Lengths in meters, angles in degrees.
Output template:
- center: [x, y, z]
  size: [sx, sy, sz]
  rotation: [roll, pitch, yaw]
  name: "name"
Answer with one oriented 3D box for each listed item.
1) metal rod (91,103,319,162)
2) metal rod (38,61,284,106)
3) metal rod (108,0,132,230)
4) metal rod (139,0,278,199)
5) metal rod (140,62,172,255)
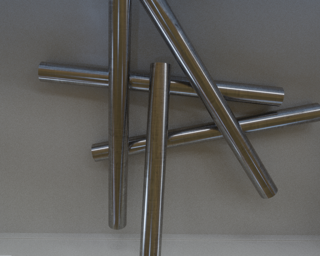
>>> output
- center: [0.059, 0.006, 0.413]
  size: [0.302, 0.025, 0.025]
  rotation: [-11, 110, 3]
  name: "metal rod"
- center: [0.004, -0.055, 0.390]
  size: [0.302, 0.025, 0.025]
  rotation: [6, 110, -3]
  name: "metal rod"
- center: [-0.051, -0.006, 0.380]
  size: [0.025, 0.025, 0.298]
  rotation: [3, 110, -1]
  name: "metal rod"
- center: [0.065, -0.032, 0.372]
  size: [0.025, 0.025, 0.299]
  rotation: [-31, 107, 11]
  name: "metal rod"
- center: [-0.007, 0.074, 0.363]
  size: [0.025, 0.025, 0.298]
  rotation: [3, 90, -1]
  name: "metal rod"
